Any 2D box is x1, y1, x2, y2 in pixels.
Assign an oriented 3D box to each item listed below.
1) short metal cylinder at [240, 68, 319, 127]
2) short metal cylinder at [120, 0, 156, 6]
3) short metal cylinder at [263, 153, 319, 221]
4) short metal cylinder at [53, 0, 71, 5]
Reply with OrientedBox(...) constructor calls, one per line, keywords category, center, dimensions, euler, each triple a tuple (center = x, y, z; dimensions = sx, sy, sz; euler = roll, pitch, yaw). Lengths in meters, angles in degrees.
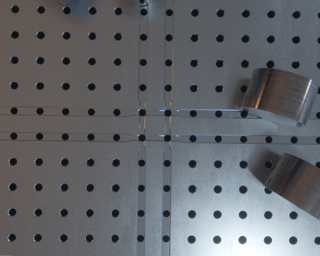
OrientedBox(category="short metal cylinder", center=(0.148, -0.037, 0.388), dimensions=(0.080, 0.080, 0.050), euler=(19, 90, -1))
OrientedBox(category="short metal cylinder", center=(-0.030, -0.207, 0.400), dimensions=(0.081, 0.050, 0.079), euler=(0, 90, -1))
OrientedBox(category="short metal cylinder", center=(0.179, 0.074, 0.388), dimensions=(0.080, 0.080, 0.050), euler=(33, 90, -1))
OrientedBox(category="short metal cylinder", center=(-0.138, -0.199, 0.384), dimensions=(0.080, 0.080, 0.050), euler=(30, 90, -1))
